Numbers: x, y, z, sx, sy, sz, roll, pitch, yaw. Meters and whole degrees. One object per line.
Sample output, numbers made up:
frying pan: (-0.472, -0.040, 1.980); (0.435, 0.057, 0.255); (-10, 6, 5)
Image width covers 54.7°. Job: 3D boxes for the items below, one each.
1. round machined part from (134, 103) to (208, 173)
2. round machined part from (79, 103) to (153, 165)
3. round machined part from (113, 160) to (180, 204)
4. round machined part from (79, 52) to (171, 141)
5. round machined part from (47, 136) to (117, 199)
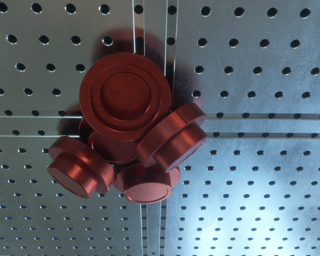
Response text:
round machined part: (0.020, 0.017, 0.377); (0.042, 0.099, 0.097); (50, 123, 13)
round machined part: (-0.057, 0.011, 0.407); (0.099, 0.042, 0.097); (-1, 130, 0)
round machined part: (-0.019, 0.077, 0.450); (0.099, 0.042, 0.097); (-5, 142, -4)
round machined part: (-0.039, -0.038, 0.353); (0.099, 0.042, 0.097); (-2, 109, -5)
round machined part: (-0.111, 0.059, 0.418); (0.098, 0.042, 0.097); (24, 148, 17)
